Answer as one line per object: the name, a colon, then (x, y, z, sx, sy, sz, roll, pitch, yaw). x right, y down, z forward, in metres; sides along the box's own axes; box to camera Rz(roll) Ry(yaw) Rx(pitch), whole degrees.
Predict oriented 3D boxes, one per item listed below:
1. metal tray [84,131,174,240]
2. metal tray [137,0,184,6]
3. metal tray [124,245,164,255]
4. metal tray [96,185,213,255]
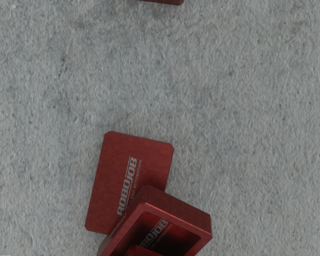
metal tray: (-0.039, 0.075, 0.407, 0.091, 0.030, 0.129, 12, 90, -1)
metal tray: (-0.005, -0.236, 0.407, 0.091, 0.030, 0.129, 7, 90, -1)
metal tray: (-0.020, 0.204, 0.372, 0.090, 0.030, 0.129, 25, 119, -8)
metal tray: (-0.010, 0.135, 0.367, 0.090, 0.030, 0.129, 28, 118, -10)
